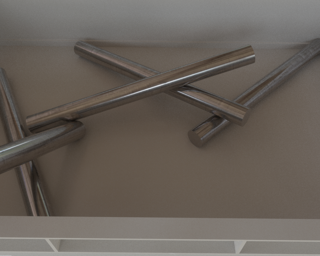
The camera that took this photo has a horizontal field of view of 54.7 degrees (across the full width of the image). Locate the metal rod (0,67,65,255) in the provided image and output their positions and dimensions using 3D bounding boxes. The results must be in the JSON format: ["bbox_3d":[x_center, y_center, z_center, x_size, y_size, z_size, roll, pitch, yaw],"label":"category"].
[{"bbox_3d":[-0.176,0.019,0.386,0.025,0.025,0.300,-22,54,-18],"label":"metal rod"}]

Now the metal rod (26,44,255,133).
[{"bbox_3d":[-0.026,-0.050,0.403,0.301,0.025,0.025,-18,51,2],"label":"metal rod"}]

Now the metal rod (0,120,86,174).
[{"bbox_3d":[-0.156,0.034,0.266,0.025,0.025,0.301,18,18,14],"label":"metal rod"}]

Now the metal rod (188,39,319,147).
[{"bbox_3d":[0.157,-0.063,0.459,0.302,0.025,0.025,-34,58,-26],"label":"metal rod"}]

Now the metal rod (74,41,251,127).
[{"bbox_3d":[-0.014,-0.073,0.447,0.300,0.025,0.025,27,55,27],"label":"metal rod"}]
